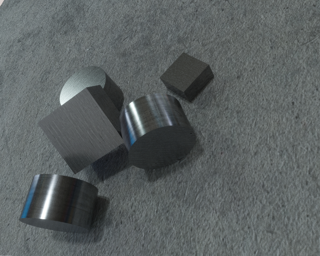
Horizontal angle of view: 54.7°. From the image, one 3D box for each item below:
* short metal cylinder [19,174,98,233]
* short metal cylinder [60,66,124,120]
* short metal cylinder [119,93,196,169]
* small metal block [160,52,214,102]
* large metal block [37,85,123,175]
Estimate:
[{"bbox_3d":[-0.120,0.093,0.374,0.080,0.080,0.050,-6,59,25],"label":"short metal cylinder"},{"bbox_3d":[-0.103,-0.047,0.471,0.080,0.050,0.080,-13,56,21],"label":"short metal cylinder"},{"bbox_3d":[-0.004,0.005,0.368,0.080,0.080,0.050,-29,52,10],"label":"short metal cylinder"},{"bbox_3d":[0.037,-0.071,0.428,0.050,0.025,0.050,-48,51,-6],"label":"small metal block"},{"bbox_3d":[-0.095,0.000,0.406,0.080,0.050,0.080,-33,95,13],"label":"large metal block"}]
